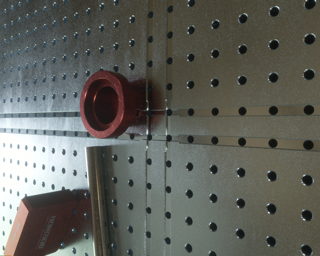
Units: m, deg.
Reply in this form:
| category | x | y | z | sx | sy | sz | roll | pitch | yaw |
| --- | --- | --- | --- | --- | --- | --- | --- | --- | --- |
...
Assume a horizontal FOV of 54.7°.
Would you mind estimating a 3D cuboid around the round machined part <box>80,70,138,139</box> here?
| category | x | y | z | sx | sy | sz | roll | pitch | yaw |
| --- | --- | --- | --- | --- | --- | --- | --- | --- | --- |
| round machined part | -0.072 | -0.034 | 0.458 | 0.098 | 0.042 | 0.097 | 0 | 90 | 40 |

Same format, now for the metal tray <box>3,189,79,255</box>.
| category | x | y | z | sx | sy | sz | roll | pitch | yaw |
| --- | --- | --- | --- | --- | --- | --- | --- | --- | --- |
| metal tray | -0.205 | 0.171 | 0.536 | 0.030 | 0.091 | 0.129 | 39 | 114 | 33 |

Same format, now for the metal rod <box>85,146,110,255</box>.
| category | x | y | z | sx | sy | sz | roll | pitch | yaw |
| --- | --- | --- | --- | --- | --- | --- | --- | --- | --- |
| metal rod | -0.092 | 0.178 | 0.485 | 0.025 | 0.025 | 0.298 | -10 | 83 | 39 |
